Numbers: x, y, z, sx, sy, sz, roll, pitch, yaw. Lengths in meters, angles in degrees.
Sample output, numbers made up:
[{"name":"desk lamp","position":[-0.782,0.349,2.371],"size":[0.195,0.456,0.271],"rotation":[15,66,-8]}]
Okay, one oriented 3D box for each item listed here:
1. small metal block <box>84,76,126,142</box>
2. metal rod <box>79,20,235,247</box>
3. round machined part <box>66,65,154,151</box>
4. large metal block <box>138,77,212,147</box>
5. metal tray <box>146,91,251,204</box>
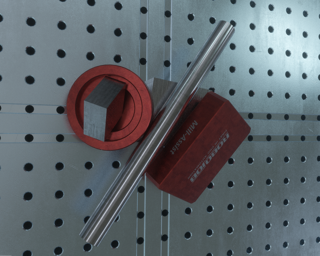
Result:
[{"name":"small metal block","position":[-0.062,-0.022,0.347],"size":[0.025,0.050,0.050],"rotation":[20,44,6]},{"name":"metal rod","position":[0.004,-0.003,0.361],"size":[0.025,0.025,0.300],"rotation":[36,78,-17]},{"name":"round machined part","position":[-0.056,-0.024,0.370],"size":[0.099,0.042,0.097],"rotation":[0,93,5]},{"name":"large metal block","position":[0.015,-0.015,0.406],"size":[0.081,0.050,0.080],"rotation":[10,87,-20]},{"name":"metal tray","position":[0.052,0.029,0.395],"size":[0.130,0.030,0.090],"rotation":[-52,139,1]}]
